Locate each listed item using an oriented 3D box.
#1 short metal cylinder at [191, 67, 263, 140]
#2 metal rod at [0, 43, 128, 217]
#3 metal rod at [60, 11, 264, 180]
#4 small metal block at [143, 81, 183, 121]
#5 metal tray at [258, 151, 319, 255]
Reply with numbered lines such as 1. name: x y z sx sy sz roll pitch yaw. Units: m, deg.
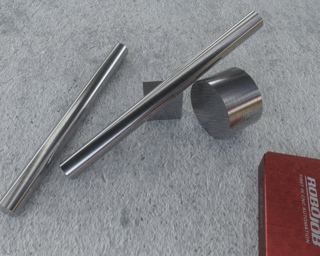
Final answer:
1. short metal cylinder: 0.083 -0.032 0.395 0.050 0.080 0.080 -24 55 -19
2. metal rod: -0.113 -0.020 0.418 0.025 0.025 0.301 15 51 12
3. metal rod: 0.007 -0.044 0.378 0.301 0.025 0.025 -39 59 -6
4. small metal block: 0.003 -0.036 0.418 0.050 0.050 0.025 -4 50 -4
5. metal tray: 0.153 0.091 0.326 0.090 0.030 0.130 9 50 7
